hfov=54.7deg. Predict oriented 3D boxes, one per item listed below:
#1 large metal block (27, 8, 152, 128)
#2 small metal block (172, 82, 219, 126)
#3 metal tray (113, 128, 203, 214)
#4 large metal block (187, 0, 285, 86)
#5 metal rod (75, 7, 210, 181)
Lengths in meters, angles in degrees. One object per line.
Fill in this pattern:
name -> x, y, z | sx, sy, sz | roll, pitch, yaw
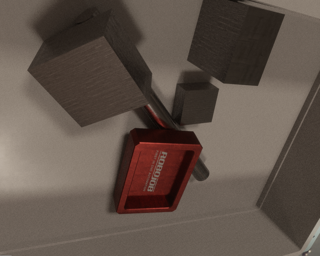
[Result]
large metal block -> -0.063, -0.055, 0.304 | 0.080, 0.050, 0.080 | -18, 132, 19
small metal block -> 0.047, -0.033, 0.416 | 0.050, 0.025, 0.050 | -7, 122, -25
metal tray -> -0.006, 0.062, 0.421 | 0.091, 0.030, 0.129 | 4, 125, -21
large metal block -> 0.082, -0.102, 0.357 | 0.050, 0.080, 0.079 | -1, 119, -29
metal rod -> -0.003, -0.018, 0.397 | 0.025, 0.025, 0.300 | -39, 130, -2
